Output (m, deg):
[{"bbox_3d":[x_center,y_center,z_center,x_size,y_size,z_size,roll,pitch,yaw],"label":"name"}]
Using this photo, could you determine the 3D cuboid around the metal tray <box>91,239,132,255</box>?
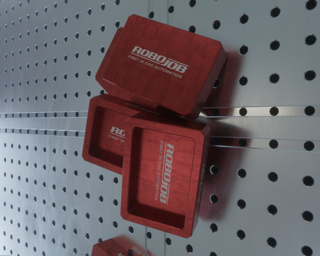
[{"bbox_3d":[-0.053,0.235,0.452,0.130,0.030,0.089,21,103,38],"label":"metal tray"}]

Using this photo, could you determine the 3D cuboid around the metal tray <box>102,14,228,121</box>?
[{"bbox_3d":[0.002,-0.075,0.374,0.130,0.030,0.090,26,92,25],"label":"metal tray"}]

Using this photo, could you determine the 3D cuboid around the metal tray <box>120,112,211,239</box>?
[{"bbox_3d":[0.004,0.053,0.358,0.090,0.030,0.129,11,108,18],"label":"metal tray"}]

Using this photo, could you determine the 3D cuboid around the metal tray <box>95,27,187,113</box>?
[{"bbox_3d":[-0.031,-0.069,0.433,0.130,0.030,0.090,47,118,30],"label":"metal tray"}]

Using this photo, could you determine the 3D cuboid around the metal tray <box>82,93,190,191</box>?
[{"bbox_3d":[-0.032,0.017,0.395,0.130,0.030,0.089,19,110,15],"label":"metal tray"}]
